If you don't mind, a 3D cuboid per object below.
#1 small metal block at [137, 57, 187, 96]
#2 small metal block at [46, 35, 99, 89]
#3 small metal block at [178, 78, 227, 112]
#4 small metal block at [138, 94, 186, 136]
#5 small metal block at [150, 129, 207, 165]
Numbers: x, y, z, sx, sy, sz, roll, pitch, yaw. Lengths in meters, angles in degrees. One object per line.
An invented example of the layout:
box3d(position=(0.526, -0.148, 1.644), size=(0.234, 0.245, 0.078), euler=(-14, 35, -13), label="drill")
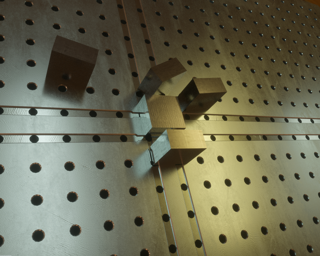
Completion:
box3d(position=(0.002, -0.067, 0.434), size=(0.050, 0.050, 0.025), euler=(-31, 79, -38), label="small metal block")
box3d(position=(-0.108, -0.080, 0.382), size=(0.050, 0.050, 0.025), euler=(16, 56, -19), label="small metal block")
box3d(position=(0.060, -0.048, 0.453), size=(0.050, 0.050, 0.025), euler=(-7, 65, -31), label="small metal block")
box3d(position=(0.002, -0.017, 0.419), size=(0.050, 0.025, 0.050), euler=(1, 61, -28), label="small metal block")
box3d(position=(0.022, 0.025, 0.388), size=(0.050, 0.050, 0.025), euler=(1, 61, -28), label="small metal block")
